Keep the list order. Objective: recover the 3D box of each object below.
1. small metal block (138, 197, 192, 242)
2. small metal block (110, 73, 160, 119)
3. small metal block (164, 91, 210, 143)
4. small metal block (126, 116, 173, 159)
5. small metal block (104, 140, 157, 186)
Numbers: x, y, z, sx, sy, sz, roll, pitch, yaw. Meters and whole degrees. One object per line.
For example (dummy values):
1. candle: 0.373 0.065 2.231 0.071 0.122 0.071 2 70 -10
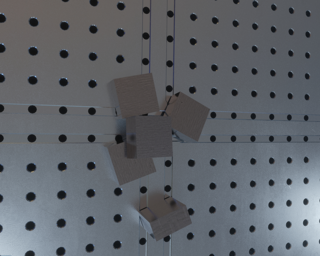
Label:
1. small metal block: 0.005 0.116 0.401 0.050 0.050 0.025 -21 97 -19
2. small metal block: -0.033 -0.041 0.400 0.050 0.025 0.050 -13 95 -20
3. small metal block: 0.033 -0.014 0.421 0.050 0.025 0.050 28 73 -18
4. small metal block: -0.013 0.011 0.381 0.050 0.025 0.050 0 86 -33
5. small metal block: -0.038 0.040 0.398 0.050 0.025 0.050 -19 97 -19
